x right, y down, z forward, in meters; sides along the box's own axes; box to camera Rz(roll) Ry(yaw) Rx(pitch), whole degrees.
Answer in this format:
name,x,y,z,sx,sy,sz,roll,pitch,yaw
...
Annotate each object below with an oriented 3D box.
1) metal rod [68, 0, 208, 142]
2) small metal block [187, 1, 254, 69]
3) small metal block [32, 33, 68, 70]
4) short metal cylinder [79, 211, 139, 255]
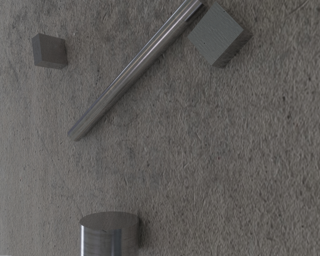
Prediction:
name,x,y,z,sx,sy,sz,roll,pitch,yaw
metal rod,-0.048,-0.070,0.444,0.299,0.025,0.025,-41,65,32
small metal block,0.067,-0.104,0.350,0.050,0.025,0.050,-48,62,29
small metal block,-0.195,-0.135,0.550,0.025,0.050,0.050,-16,80,39
short metal cylinder,-0.069,0.151,0.427,0.080,0.081,0.050,2,91,40
